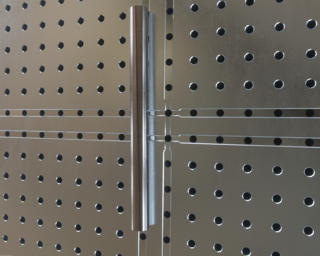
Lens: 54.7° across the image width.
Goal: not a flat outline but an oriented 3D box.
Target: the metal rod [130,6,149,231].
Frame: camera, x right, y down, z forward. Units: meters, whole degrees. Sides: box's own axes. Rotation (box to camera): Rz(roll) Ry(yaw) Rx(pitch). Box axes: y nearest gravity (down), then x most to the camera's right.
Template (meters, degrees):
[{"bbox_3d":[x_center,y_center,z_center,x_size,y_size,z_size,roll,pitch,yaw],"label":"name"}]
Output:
[{"bbox_3d":[-0.028,-0.013,0.421,0.025,0.025,0.298,0,90,19],"label":"metal rod"}]
